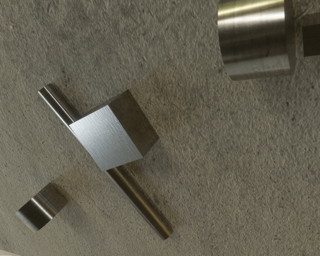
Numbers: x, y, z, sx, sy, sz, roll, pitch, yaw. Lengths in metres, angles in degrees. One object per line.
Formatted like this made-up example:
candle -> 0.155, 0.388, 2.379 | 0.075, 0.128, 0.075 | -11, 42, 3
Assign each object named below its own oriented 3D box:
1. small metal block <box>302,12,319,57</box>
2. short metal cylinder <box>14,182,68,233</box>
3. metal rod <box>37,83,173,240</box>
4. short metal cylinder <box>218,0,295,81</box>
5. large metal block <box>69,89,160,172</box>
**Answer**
small metal block -> 0.149, -0.083, 0.261 | 0.050, 0.050, 0.025 | -2, 118, 29
short metal cylinder -> -0.219, 0.147, 0.575 | 0.050, 0.080, 0.080 | 49, 128, -6
metal rod -> -0.079, 0.058, 0.482 | 0.025, 0.025, 0.300 | -31, 102, 37
short metal cylinder -> 0.088, -0.084, 0.273 | 0.050, 0.080, 0.080 | -2, 118, 29
large metal block -> -0.062, 0.005, 0.425 | 0.080, 0.050, 0.080 | -22, 107, 36
